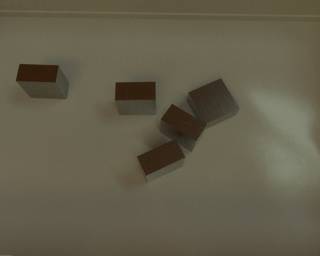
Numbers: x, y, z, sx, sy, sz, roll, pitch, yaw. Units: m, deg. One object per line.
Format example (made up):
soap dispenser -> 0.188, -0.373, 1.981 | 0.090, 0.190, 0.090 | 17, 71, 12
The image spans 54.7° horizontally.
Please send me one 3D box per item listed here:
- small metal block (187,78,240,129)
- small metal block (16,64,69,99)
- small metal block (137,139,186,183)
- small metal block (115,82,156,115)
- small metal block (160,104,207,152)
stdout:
small metal block -> 0.072, -0.033, 0.422 | 0.050, 0.025, 0.050 | -24, 72, -9
small metal block -> -0.156, -0.061, 0.417 | 0.050, 0.050, 0.025 | 2, 70, 0
small metal block -> 0.001, 0.042, 0.381 | 0.050, 0.050, 0.025 | -24, 72, -9
small metal block -> -0.031, -0.038, 0.410 | 0.050, 0.050, 0.025 | -1, 70, -1
small metal block -> 0.029, 0.001, 0.396 | 0.050, 0.050, 0.025 | 32, 73, 10
